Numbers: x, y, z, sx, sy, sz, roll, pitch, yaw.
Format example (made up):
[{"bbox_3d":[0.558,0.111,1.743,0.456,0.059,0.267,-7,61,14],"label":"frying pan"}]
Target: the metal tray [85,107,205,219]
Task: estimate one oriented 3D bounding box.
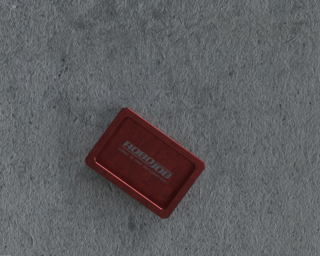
[{"bbox_3d":[-0.019,0.045,0.408,0.130,0.030,0.090,36,90,-1],"label":"metal tray"}]
